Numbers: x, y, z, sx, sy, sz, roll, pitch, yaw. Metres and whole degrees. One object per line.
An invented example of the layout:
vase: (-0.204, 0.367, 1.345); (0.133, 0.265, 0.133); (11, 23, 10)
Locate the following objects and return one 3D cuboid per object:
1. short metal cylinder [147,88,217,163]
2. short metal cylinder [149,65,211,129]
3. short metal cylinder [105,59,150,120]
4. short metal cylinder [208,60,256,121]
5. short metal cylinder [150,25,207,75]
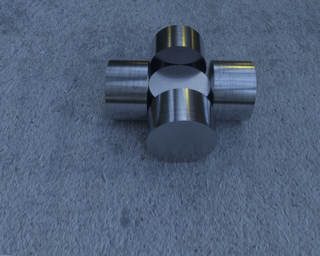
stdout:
short metal cylinder: (0.025, -0.001, 0.370); (0.081, 0.080, 0.050); (0, 50, 0)
short metal cylinder: (0.026, -0.041, 0.424); (0.081, 0.050, 0.080); (0, 50, 0)
short metal cylinder: (-0.040, -0.050, 0.411); (0.050, 0.080, 0.080); (1, 50, 1)
short metal cylinder: (0.091, -0.050, 0.412); (0.050, 0.080, 0.080); (1, 50, 1)
short metal cylinder: (0.026, -0.102, 0.454); (0.081, 0.080, 0.050); (1, 51, 0)
